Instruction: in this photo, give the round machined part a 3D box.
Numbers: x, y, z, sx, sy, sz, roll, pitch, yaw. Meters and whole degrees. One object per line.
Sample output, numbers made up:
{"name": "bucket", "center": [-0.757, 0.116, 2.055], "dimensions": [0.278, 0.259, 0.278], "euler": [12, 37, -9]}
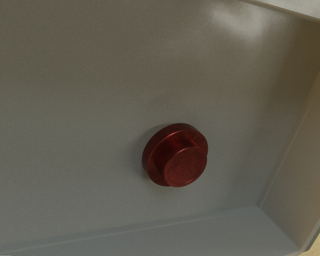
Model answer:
{"name": "round machined part", "center": [0.028, 0.046, 0.443], "dimensions": [0.099, 0.042, 0.097], "euler": [-14, 125, -21]}
